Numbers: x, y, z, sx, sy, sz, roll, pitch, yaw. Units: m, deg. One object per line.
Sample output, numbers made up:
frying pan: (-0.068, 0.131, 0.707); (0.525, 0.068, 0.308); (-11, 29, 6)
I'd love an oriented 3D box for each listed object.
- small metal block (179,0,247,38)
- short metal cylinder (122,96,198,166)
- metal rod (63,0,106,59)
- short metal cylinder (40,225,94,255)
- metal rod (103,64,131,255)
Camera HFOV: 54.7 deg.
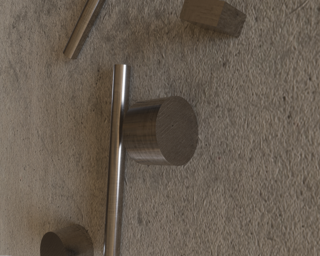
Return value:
small metal block: (0.059, -0.122, 0.340); (0.050, 0.050, 0.025); (28, 108, 36)
short metal cylinder: (0.002, 0.004, 0.367); (0.050, 0.081, 0.080); (-4, 87, 40)
metal rod: (-0.076, -0.234, 0.467); (0.025, 0.025, 0.298); (51, 119, 28)
short metal cylinder: (-0.156, 0.208, 0.518); (0.080, 0.050, 0.080); (0, 90, 40)
metal rod: (-0.064, 0.058, 0.457); (0.025, 0.025, 0.298); (6, 94, 40)
